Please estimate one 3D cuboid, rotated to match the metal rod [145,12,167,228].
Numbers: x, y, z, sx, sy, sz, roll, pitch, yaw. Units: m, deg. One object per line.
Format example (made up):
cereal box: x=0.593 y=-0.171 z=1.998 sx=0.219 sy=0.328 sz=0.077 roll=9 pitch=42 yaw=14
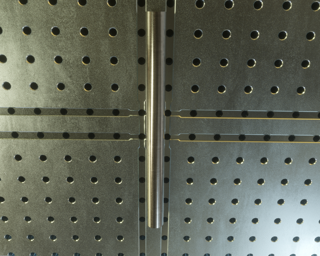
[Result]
metal rod: x=-0.006 y=0.003 z=0.414 sx=0.025 sy=0.025 sz=0.298 roll=0 pitch=110 yaw=-1
